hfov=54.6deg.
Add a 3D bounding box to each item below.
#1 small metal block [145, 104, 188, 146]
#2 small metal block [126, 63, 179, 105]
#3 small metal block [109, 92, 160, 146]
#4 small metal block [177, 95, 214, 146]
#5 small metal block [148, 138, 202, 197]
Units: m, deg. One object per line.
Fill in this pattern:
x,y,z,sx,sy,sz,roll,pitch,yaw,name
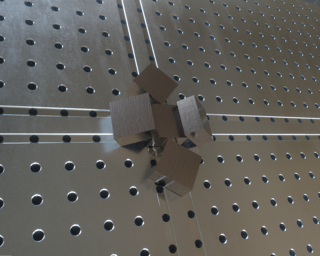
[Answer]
0.004,-0.004,0.412,0.050,0.025,0.050,1,60,-28,small metal block
-0.010,-0.056,0.437,0.050,0.025,0.050,39,50,-1,small metal block
-0.032,-0.010,0.381,0.050,0.025,0.050,-14,65,5,small metal block
0.048,-0.009,0.422,0.050,0.025,0.050,39,34,-58,small metal block
0.019,0.049,0.387,0.050,0.025,0.050,29,53,-8,small metal block
